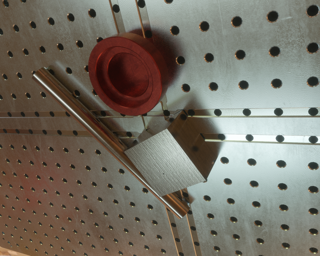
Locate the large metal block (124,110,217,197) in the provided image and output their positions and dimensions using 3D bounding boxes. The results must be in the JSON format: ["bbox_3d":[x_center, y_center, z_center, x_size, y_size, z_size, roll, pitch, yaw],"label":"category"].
[{"bbox_3d":[0.014,0.035,0.409,0.080,0.050,0.080,-29,103,37],"label":"large metal block"}]

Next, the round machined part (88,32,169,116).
[{"bbox_3d":[-0.034,-0.067,0.377,0.098,0.042,0.097,13,124,21],"label":"round machined part"}]

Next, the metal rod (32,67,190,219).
[{"bbox_3d":[-0.071,0.024,0.463,0.300,0.025,0.025,44,129,-3],"label":"metal rod"}]
